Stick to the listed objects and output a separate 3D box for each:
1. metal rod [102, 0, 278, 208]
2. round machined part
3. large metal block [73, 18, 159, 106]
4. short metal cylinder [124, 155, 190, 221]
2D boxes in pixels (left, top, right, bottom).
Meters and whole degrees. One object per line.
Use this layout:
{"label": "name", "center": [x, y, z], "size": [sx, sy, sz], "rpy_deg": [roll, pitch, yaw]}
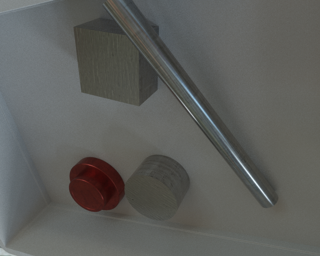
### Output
{"label": "metal rod", "center": [0.047, -0.015, 0.339], "size": [0.025, 0.025, 0.300], "rpy_deg": [-24, 116, 36]}
{"label": "round machined part", "center": [-0.111, 0.100, 0.516], "size": [0.098, 0.042, 0.097], "rpy_deg": [13, 124, 20]}
{"label": "large metal block", "center": [-0.049, -0.080, 0.367], "size": [0.080, 0.050, 0.079], "rpy_deg": [15, 125, 19]}
{"label": "short metal cylinder", "center": [-0.003, 0.085, 0.446], "size": [0.080, 0.050, 0.079], "rpy_deg": [13, 124, 20]}
